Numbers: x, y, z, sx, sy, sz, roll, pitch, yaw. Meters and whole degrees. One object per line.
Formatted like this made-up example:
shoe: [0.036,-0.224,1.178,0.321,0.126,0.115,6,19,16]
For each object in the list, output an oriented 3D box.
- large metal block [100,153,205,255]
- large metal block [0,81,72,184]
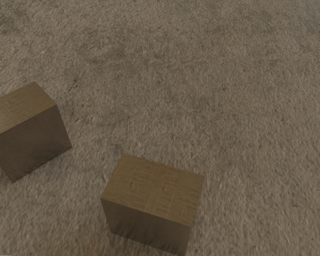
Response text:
large metal block: [-0.005,0.077,0.303,0.080,0.080,0.050,15,52,11]
large metal block: [-0.159,0.005,0.361,0.080,0.080,0.050,-34,58,-25]
